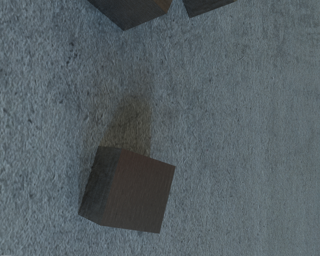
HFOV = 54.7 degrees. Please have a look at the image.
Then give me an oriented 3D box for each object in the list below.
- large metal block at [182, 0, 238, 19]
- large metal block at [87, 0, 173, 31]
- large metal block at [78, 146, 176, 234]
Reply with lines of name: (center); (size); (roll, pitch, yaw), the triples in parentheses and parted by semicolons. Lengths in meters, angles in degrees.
large metal block: (0.085, -0.203, 0.440); (0.080, 0.080, 0.050); (-39, 114, -33)
large metal block: (-0.037, -0.160, 0.337); (0.080, 0.080, 0.050); (34, 69, -35)
large metal block: (-0.036, 0.071, 0.358); (0.080, 0.050, 0.080); (23, 75, -38)
